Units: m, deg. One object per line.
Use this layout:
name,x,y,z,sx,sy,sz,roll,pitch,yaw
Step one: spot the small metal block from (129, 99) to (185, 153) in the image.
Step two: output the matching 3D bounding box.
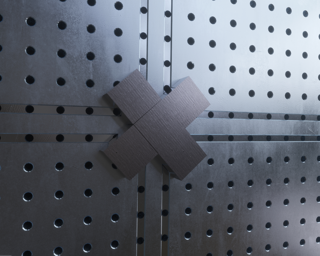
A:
small metal block,-0.004,-0.002,0.411,0.050,0.025,0.050,-43,104,-15

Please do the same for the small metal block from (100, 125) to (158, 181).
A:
small metal block,-0.040,0.031,0.399,0.050,0.025,0.050,-43,104,-15

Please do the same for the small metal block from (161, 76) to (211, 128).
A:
small metal block,0.032,-0.035,0.425,0.050,0.025,0.050,-43,104,-15

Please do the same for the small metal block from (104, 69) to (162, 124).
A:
small metal block,-0.035,-0.040,0.400,0.050,0.025,0.050,-43,104,-15

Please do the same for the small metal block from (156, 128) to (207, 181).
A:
small metal block,0.027,0.035,0.424,0.050,0.025,0.050,-43,104,-15
